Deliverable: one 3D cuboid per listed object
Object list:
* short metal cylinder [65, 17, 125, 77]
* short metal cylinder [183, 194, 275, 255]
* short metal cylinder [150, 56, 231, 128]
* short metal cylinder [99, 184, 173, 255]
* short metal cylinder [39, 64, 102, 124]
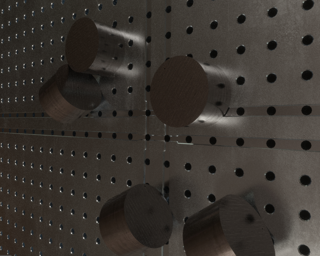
[{"bbox_3d":[-0.099,-0.122,0.472,0.080,0.050,0.079,0,90,39],"label":"short metal cylinder"},{"bbox_3d":[0.070,0.115,0.315,0.050,0.081,0.080,-41,65,32],"label":"short metal cylinder"},{"bbox_3d":[0.035,-0.040,0.363,0.080,0.050,0.079,0,90,39],"label":"short metal cylinder"},{"bbox_3d":[-0.030,0.118,0.396,0.050,0.081,0.080,-33,70,35],"label":"short metal cylinder"},{"bbox_3d":[-0.140,-0.053,0.486,0.050,0.081,0.080,-30,72,36],"label":"short metal cylinder"}]
